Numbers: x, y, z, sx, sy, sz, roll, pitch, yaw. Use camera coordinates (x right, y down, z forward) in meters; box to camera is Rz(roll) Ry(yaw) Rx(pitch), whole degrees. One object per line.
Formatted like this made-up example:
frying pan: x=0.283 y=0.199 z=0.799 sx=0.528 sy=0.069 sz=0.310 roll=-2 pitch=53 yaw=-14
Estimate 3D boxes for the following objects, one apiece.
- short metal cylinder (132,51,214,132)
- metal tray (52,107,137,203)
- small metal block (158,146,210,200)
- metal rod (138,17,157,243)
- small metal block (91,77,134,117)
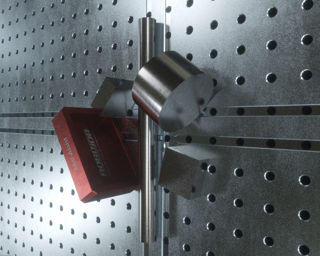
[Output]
short metal cylinder: x=0.015 y=-0.042 z=0.359 sx=0.050 sy=0.081 sz=0.080 roll=45 pitch=117 yaw=30
metal tray: x=-0.087 y=0.033 z=0.435 sx=0.030 sy=0.091 sz=0.130 roll=-40 pitch=66 yaw=33
small metal block: x=0.029 y=0.054 z=0.385 sx=0.050 sy=0.025 sz=0.050 roll=19 pitch=102 yaw=38
metal rod: x=-0.017 y=0.003 z=0.421 sx=0.025 sy=0.025 sz=0.298 roll=0 pitch=90 yaw=39
small metal block: x=-0.062 y=-0.043 z=0.441 sx=0.025 sy=0.050 sz=0.050 roll=49 pitch=119 yaw=28
